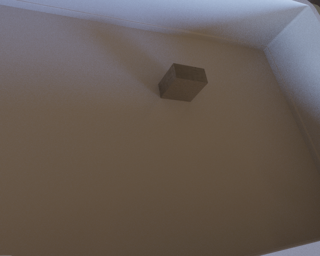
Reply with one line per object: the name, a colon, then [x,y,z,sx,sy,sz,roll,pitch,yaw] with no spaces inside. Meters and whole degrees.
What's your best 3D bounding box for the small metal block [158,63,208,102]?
small metal block: [0.032,-0.064,0.445,0.050,0.050,0.025,4,60,-26]
